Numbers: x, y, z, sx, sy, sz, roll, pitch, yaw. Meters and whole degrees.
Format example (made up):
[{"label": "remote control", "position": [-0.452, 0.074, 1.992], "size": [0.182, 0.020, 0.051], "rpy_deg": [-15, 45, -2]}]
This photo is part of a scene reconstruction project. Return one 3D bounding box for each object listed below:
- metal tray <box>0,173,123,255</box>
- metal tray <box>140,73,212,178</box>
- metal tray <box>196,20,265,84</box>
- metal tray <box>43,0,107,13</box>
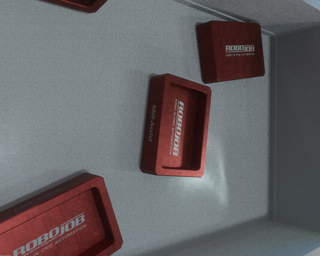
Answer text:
[{"label": "metal tray", "position": [-0.108, 0.112, 0.312], "size": [0.131, 0.030, 0.089], "rpy_deg": [-24, 105, -37]}, {"label": "metal tray", "position": [0.025, 0.000, 0.423], "size": [0.091, 0.030, 0.129], "rpy_deg": [10, 84, -40]}, {"label": "metal tray", "position": [0.118, -0.123, 0.502], "size": [0.131, 0.030, 0.089], "rpy_deg": [-13, 99, -39]}, {"label": "metal tray", "position": [-0.070, -0.157, 0.276], "size": [0.091, 0.130, 0.030], "rpy_deg": [1, 78, -40]}]
